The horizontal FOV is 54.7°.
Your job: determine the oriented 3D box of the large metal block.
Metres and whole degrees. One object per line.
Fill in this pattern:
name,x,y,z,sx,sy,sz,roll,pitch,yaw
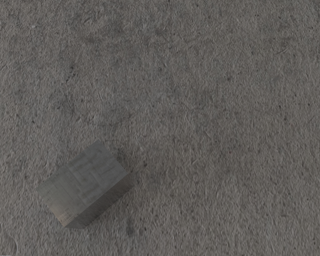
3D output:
large metal block,-0.079,0.068,0.354,0.080,0.080,0.050,-40,75,-13
